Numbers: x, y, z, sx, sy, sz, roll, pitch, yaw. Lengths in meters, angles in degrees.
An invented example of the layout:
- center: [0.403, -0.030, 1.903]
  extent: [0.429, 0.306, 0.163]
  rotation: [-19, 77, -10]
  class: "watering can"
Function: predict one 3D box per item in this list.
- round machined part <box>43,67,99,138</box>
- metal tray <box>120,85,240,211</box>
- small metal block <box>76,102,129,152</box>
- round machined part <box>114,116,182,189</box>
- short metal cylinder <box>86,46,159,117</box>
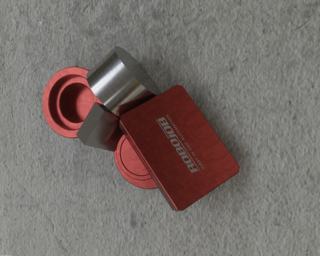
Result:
- center: [-0.113, -0.035, 0.439]
  extent: [0.098, 0.042, 0.097]
  rotation: [0, 90, 19]
  class: "round machined part"
- center: [0.022, 0.022, 0.376]
  extent: [0.091, 0.030, 0.130]
  rotation: [-31, 79, -15]
  class: "metal tray"
- center: [-0.071, 0.000, 0.402]
  extent: [0.025, 0.050, 0.050]
  rotation: [41, 104, 40]
  class: "small metal block"
- center: [-0.018, 0.032, 0.406]
  extent: [0.098, 0.042, 0.097]
  rotation: [0, 90, 19]
  class: "round machined part"
- center: [-0.046, -0.057, 0.397]
  extent: [0.050, 0.080, 0.080]
  rotation: [-39, 78, 16]
  class: "short metal cylinder"
